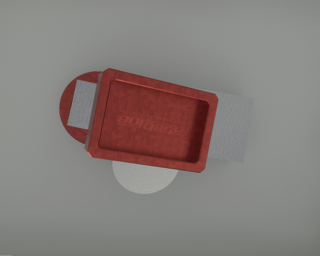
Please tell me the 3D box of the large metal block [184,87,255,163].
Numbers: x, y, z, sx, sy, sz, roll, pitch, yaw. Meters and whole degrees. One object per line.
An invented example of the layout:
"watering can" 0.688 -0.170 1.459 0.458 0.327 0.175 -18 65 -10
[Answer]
"large metal block" 0.068 -0.004 0.397 0.080 0.050 0.080 10 90 -1

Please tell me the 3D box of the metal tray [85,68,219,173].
"metal tray" -0.007 -0.005 0.337 0.131 0.030 0.089 11 90 -20

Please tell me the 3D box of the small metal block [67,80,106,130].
"small metal block" -0.081 -0.025 0.354 0.025 0.050 0.050 12 90 0

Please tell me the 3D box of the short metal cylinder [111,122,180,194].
"short metal cylinder" -0.020 0.034 0.385 0.081 0.050 0.079 -3 104 -12

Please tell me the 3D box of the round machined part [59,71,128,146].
"round machined part" -0.081 -0.025 0.400 0.099 0.042 0.097 0 90 -1
